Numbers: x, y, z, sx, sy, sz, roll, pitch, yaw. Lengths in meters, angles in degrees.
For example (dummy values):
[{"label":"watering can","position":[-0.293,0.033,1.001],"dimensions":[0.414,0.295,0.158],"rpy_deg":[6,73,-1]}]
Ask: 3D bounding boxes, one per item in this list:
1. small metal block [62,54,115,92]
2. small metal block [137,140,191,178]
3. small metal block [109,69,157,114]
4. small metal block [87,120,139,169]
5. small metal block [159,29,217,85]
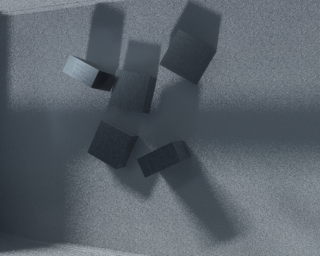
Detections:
[{"label":"small metal block","position":[-0.096,-0.075,0.430],"dimensions":[0.050,0.050,0.025],"rpy_deg":[30,100,17]},{"label":"small metal block","position":[0.006,0.038,0.394],"dimensions":[0.050,0.050,0.025],"rpy_deg":[-27,81,17]},{"label":"small metal block","position":[-0.037,-0.050,0.423],"dimensions":[0.050,0.025,0.050],"rpy_deg":[14,95,19]},{"label":"small metal block","position":[-0.066,0.023,0.432],"dimensions":[0.050,0.025,0.050],"rpy_deg":[27,99,17]},{"label":"small metal block","position":[0.036,-0.090,0.397],"dimensions":[0.050,0.025,0.050],"rpy_deg":[33,100,16]}]
